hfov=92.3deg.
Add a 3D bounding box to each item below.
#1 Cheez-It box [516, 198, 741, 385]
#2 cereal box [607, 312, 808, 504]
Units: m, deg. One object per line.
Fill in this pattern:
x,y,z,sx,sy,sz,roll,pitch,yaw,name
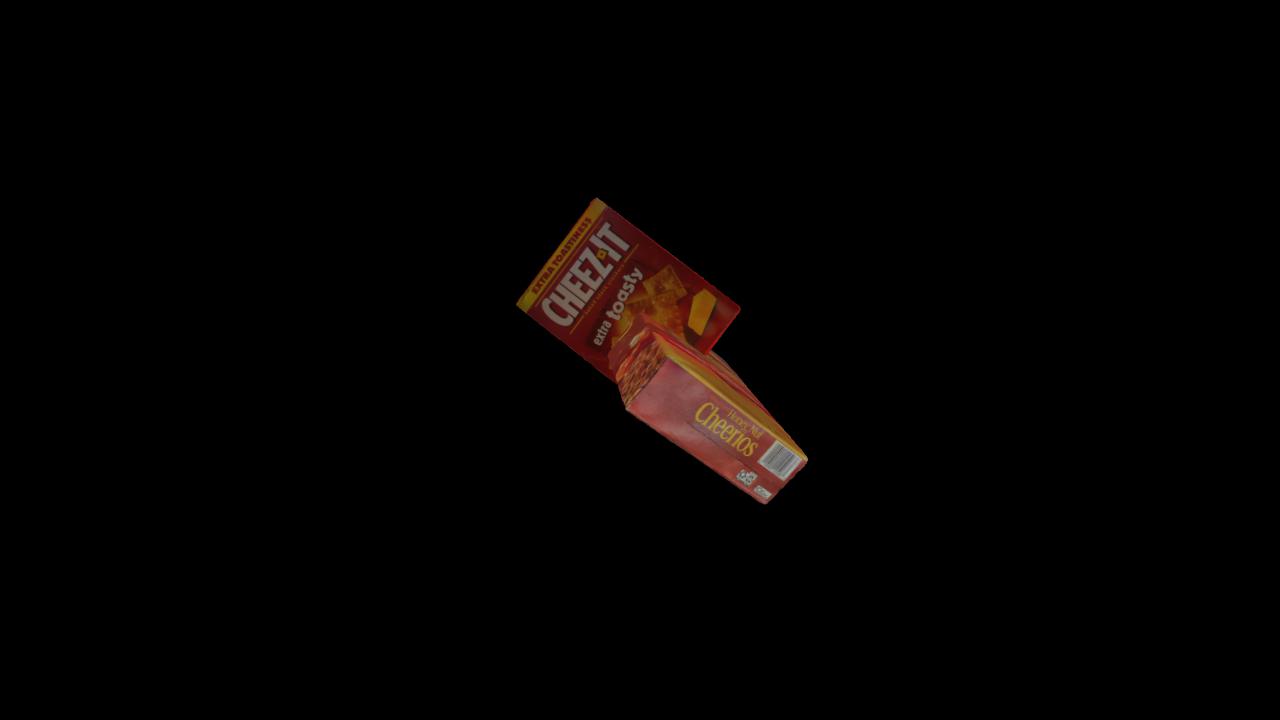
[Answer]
-0.013,-0.064,0.758,0.223,0.166,0.071,38,2,3,Cheez-It box
0.057,0.024,0.754,0.203,0.081,0.306,36,11,-19,cereal box
